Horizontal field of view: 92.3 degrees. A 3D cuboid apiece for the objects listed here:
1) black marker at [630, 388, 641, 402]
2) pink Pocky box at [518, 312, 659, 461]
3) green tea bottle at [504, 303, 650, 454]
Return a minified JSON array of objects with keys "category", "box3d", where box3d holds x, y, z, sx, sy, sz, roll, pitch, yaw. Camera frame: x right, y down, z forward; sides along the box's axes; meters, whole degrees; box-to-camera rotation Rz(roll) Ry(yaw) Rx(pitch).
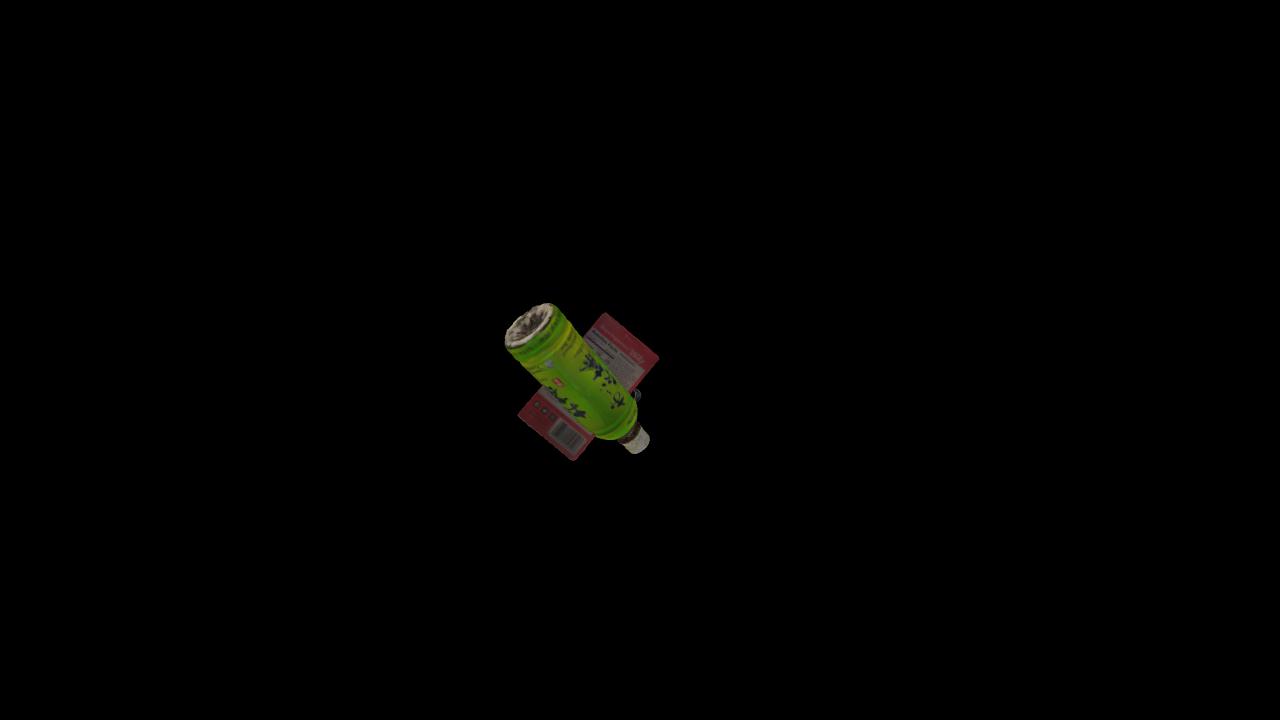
[{"category":"black marker","box3d":[-0.012,0.043,0.754,0.020,0.020,0.121,0,-3,3]},{"category":"pink Pocky box","box3d":[-0.058,0.030,0.705,0.084,0.155,0.029,40,-4,-2]},{"category":"green tea bottle","box3d":[-0.058,0.031,0.686,0.073,0.073,0.212,0,-39,47]}]
